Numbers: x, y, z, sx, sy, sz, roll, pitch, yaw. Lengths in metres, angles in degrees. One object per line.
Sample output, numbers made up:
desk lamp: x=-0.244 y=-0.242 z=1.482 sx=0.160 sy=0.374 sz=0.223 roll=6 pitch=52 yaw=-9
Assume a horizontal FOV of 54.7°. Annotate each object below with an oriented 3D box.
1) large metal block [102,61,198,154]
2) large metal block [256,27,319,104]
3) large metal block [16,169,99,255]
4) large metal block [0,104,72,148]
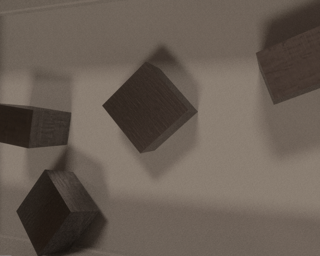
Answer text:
large metal block: x=-0.012 y=-0.025 z=0.401 sx=0.080 sy=0.050 sz=0.080 roll=-43 pitch=77 yaw=14
large metal block: x=0.152 y=-0.065 z=0.328 sx=0.080 sy=0.080 sz=0.050 roll=-21 pitch=83 yaw=18
large metal block: x=-0.145 y=0.117 z=0.435 sx=0.080 sy=0.050 sz=0.080 roll=45 pitch=104 yaw=32
large metal block: x=-0.189 y=-0.005 z=0.446 sx=0.080 sy=0.080 sz=0.050 roll=9 pitch=93 yaw=19
